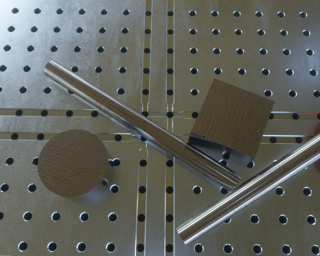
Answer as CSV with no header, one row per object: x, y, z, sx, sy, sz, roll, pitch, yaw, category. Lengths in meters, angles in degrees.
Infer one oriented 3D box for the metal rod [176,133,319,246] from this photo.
0.152,0.046,0.367,0.301,0.025,0.025,-33,73,-1,metal rod

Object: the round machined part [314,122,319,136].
0.256,0.017,0.398,0.099,0.042,0.098,0,70,0,round machined part

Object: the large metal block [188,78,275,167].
0.090,-0.006,0.401,0.080,0.050,0.080,23,72,8,large metal block

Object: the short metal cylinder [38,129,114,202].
-0.100,0.047,0.380,0.081,0.050,0.080,0,70,0,short metal cylinder

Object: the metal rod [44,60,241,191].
-0.031,-0.008,0.414,0.301,0.025,0.025,32,73,11,metal rod
